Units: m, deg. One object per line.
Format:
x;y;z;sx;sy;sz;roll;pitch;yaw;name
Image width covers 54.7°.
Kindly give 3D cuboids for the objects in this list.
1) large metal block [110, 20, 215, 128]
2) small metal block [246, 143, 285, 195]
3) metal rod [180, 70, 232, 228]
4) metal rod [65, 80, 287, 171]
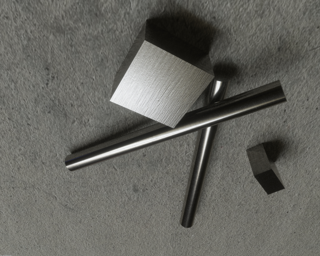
0.001;-0.057;0.343;0.080;0.050;0.080;23;126;-19;large metal block
0.150;0.058;0.443;0.025;0.050;0.050;-28;125;21;small metal block
0.059;0.053;0.453;0.025;0.025;0.298;3;130;-3;metal rod
0.001;0.006;0.389;0.300;0.025;0.025;-19;128;24;metal rod
